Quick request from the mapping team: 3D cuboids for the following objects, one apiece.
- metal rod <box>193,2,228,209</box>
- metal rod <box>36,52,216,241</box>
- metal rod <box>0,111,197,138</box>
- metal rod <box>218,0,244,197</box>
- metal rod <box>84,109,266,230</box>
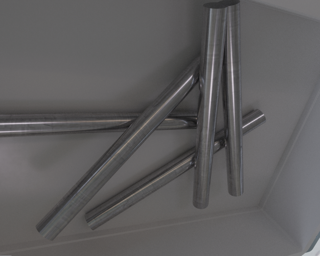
[{"bbox_3d":[0.060,-0.003,0.400,0.025,0.025,0.298,-16,128,-19],"label":"metal rod"},{"bbox_3d":[-0.025,0.005,0.362,0.300,0.025,0.025,-47,130,-9],"label":"metal rod"},{"bbox_3d":[-0.067,-0.006,0.367,0.303,0.025,0.025,-2,120,-27],"label":"metal rod"},{"bbox_3d":[0.098,-0.016,0.418,0.025,0.025,0.298,-23,127,-14],"label":"metal rod"},{"bbox_3d":[0.028,0.057,0.459,0.301,0.025,0.025,-31,129,-9],"label":"metal rod"}]
